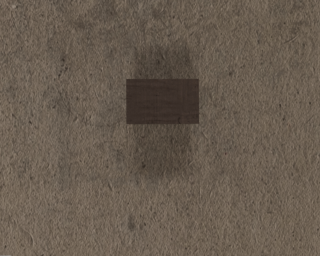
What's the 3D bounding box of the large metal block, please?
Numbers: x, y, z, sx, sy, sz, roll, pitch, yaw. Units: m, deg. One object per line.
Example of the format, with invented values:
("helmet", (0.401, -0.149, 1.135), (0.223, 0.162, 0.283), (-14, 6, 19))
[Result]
("large metal block", (0.003, -0.030, 0.383), (0.081, 0.080, 0.050), (0, 90, -1))
